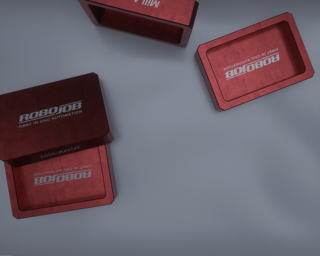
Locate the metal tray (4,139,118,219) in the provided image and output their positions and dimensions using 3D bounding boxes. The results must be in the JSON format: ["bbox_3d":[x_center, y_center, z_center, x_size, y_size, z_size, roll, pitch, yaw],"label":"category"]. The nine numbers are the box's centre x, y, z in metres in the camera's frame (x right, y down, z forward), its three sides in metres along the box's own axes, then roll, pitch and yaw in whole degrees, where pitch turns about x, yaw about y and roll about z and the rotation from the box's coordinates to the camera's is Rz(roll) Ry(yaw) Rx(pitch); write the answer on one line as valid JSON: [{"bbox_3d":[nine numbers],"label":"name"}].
[{"bbox_3d":[-0.129,0.062,0.407,0.131,0.030,0.089,-9,90,0],"label":"metal tray"}]

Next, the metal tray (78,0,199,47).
[{"bbox_3d":[-0.024,-0.139,0.378,0.131,0.090,0.030,14,90,0],"label":"metal tray"}]

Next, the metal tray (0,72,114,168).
[{"bbox_3d":[-0.132,-0.011,0.388,0.131,0.030,0.090,-15,68,-4],"label":"metal tray"}]

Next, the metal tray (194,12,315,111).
[{"bbox_3d":[0.122,-0.085,0.409,0.131,0.030,0.090,-21,90,0],"label":"metal tray"}]
